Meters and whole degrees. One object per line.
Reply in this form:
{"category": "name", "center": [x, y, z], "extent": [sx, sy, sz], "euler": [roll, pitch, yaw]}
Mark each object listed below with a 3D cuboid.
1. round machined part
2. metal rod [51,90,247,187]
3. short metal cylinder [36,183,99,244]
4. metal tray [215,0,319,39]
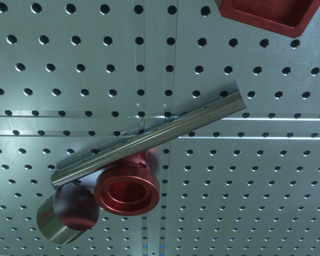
{"category": "round machined part", "center": [-0.050, 0.090, 0.477], "extent": [0.099, 0.042, 0.097], "euler": [-1, 130, 0]}
{"category": "metal rod", "center": [-0.028, 0.022, 0.429], "extent": [0.300, 0.025, 0.025], "euler": [-24, 127, 18]}
{"category": "short metal cylinder", "center": [-0.144, 0.134, 0.488], "extent": [0.080, 0.080, 0.050], "euler": [33, 122, -25]}
{"category": "metal tray", "center": [0.116, -0.155, 0.277], "extent": [0.091, 0.030, 0.129], "euler": [13, 129, -11]}
